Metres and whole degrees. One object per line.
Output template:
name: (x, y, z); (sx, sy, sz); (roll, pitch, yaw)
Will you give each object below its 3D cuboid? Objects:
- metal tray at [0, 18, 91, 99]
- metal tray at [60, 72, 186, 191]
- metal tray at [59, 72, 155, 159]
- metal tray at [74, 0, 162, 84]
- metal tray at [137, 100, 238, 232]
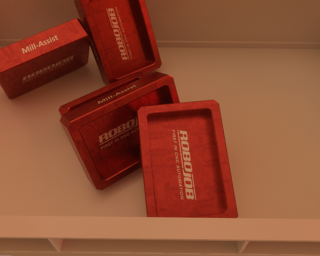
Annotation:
metal tray: (-0.164, -0.095, 0.436); (0.131, 0.090, 0.030); (-32, 85, -21)
metal tray: (-0.035, 0.001, 0.358); (0.131, 0.090, 0.030); (-29, 29, -22)
metal tray: (-0.055, -0.019, 0.416); (0.131, 0.030, 0.090); (-29, 56, -22)
metal tray: (-0.057, -0.136, 0.451); (0.091, 0.129, 0.030); (-27, 28, -21)
metal tray: (0.026, 0.038, 0.334); (0.091, 0.030, 0.129); (-6, 76, -5)
